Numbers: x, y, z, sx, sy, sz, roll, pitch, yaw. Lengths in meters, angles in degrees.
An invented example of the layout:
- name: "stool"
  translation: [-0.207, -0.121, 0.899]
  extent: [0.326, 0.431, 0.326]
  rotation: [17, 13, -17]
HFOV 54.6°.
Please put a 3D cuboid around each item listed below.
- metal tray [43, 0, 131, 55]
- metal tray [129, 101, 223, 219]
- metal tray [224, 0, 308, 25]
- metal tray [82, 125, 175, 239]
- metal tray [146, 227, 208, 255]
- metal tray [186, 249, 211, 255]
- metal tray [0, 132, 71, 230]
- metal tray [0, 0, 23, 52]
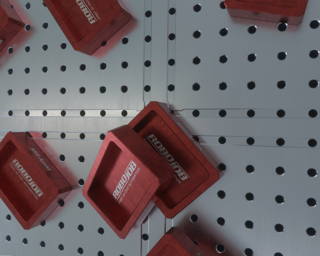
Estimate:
- name: "metal tray"
  translation: [-0.114, -0.184, 0.450]
  extent: [0.090, 0.030, 0.130]
  rotation: [-37, 78, 16]
- name: "metal tray"
  translation: [0.007, 0.040, 0.407]
  extent: [0.090, 0.030, 0.130]
  rotation: [-44, 77, 14]
- name: "metal tray"
  translation: [0.136, -0.195, 0.361]
  extent: [0.090, 0.030, 0.129]
  rotation: [16, 95, 19]
- name: "metal tray"
  translation: [-0.046, 0.071, 0.396]
  extent: [0.090, 0.030, 0.129]
  rotation: [43, 128, 18]
- name: "metal tray"
  translation: [0.034, 0.195, 0.365]
  extent: [0.130, 0.030, 0.090]
  rotation: [41, 103, 15]
- name: "metal tray"
  translation: [0.039, 0.227, 0.396]
  extent: [0.090, 0.030, 0.129]
  rotation: [32, 100, 17]
- name: "metal tray"
  translation: [-0.212, 0.080, 0.485]
  extent: [0.130, 0.030, 0.090]
  rotation: [45, 104, 14]
- name: "metal tray"
  translation: [-0.300, -0.164, 0.517]
  extent: [0.130, 0.030, 0.090]
  rotation: [-39, 78, 15]
